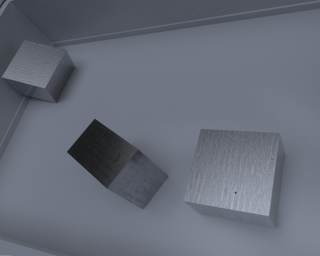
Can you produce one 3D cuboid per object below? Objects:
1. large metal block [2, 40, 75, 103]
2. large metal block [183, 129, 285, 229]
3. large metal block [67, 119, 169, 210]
[{"bbox_3d":[-0.208,-0.098,0.540,0.080,0.050,0.080,15,68,10],"label":"large metal block"},{"bbox_3d":[0.079,0.050,0.317,0.080,0.050,0.080,3,63,29],"label":"large metal block"},{"bbox_3d":[-0.048,0.043,0.368,0.080,0.080,0.050,31,79,37],"label":"large metal block"}]
